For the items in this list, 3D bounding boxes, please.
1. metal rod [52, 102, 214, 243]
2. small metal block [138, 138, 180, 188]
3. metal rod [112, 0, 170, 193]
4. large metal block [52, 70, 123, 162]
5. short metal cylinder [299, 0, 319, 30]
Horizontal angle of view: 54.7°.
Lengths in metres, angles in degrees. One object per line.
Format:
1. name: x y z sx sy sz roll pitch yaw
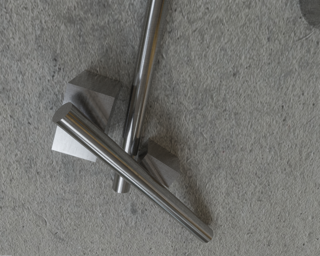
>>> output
1. metal rod: -0.012 0.074 0.384 0.025 0.025 0.300 -34 127 11
2. small metal block: -0.002 0.045 0.413 0.050 0.050 0.025 34 106 -12
3. metal rod: -0.024 -0.051 0.390 0.025 0.025 0.298 11 110 -5
4. large metal block: -0.084 -0.018 0.373 0.050 0.080 0.079 18 109 -7
5. short metal cylinder: 0.206 -0.149 0.345 0.081 0.050 0.079 0 110 -1
